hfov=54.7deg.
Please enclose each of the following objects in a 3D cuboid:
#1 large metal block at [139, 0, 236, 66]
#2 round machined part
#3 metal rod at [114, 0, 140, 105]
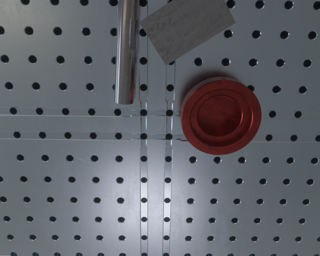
[{"bbox_3d":[0.027,-0.117,0.341,0.080,0.080,0.050,-30,108,10],"label":"large metal block"},{"bbox_3d":[0.075,-0.018,0.398,0.099,0.042,0.097,0,110,0],"label":"round machined part"},{"bbox_3d":[-0.034,-0.173,0.349,0.025,0.025,0.298,4,110,-2],"label":"metal rod"}]
